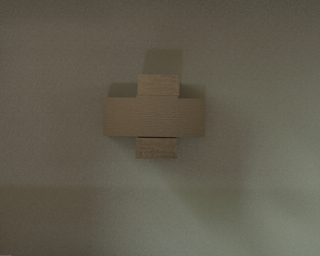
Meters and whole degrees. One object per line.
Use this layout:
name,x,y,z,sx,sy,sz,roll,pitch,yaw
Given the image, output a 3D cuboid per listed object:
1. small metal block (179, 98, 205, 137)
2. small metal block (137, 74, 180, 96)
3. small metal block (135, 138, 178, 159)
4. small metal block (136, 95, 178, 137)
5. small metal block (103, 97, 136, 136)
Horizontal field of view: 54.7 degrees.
small metal block,0.033,-0.013,0.410,0.050,0.025,0.050,1,90,-1
small metal block,-0.002,-0.052,0.396,0.050,0.050,0.025,1,90,0
small metal block,-0.004,0.024,0.396,0.050,0.050,0.025,1,90,0
small metal block,-0.004,-0.014,0.384,0.050,0.025,0.050,1,90,-1
small metal block,-0.047,-0.014,0.409,0.050,0.025,0.050,1,90,0
